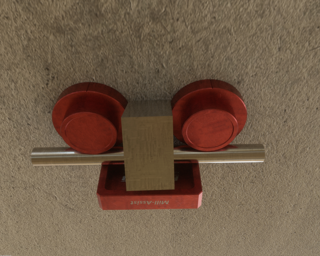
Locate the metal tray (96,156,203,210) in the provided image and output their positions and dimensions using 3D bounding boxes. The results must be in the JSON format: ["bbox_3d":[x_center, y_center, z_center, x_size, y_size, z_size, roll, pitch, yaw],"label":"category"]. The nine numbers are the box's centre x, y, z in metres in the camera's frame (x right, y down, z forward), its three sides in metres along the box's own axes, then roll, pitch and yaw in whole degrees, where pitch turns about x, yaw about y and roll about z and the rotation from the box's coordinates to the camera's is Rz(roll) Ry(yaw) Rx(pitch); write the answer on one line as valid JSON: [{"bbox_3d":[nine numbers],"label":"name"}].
[{"bbox_3d":[-0.013,0.064,0.420,0.131,0.090,0.030,-1,130,0],"label":"metal tray"}]

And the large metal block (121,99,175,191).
[{"bbox_3d":[-0.011,0.016,0.350,0.050,0.080,0.079,-2,107,0],"label":"large metal block"}]

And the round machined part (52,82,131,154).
[{"bbox_3d":[-0.086,-0.005,0.389,0.099,0.042,0.097,-1,130,0],"label":"round machined part"}]

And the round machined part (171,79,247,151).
[{"bbox_3d":[0.060,-0.009,0.390,0.099,0.042,0.097,-1,130,0],"label":"round machined part"}]

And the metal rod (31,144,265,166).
[{"bbox_3d":[-0.015,0.036,0.412,0.302,0.025,0.025,-1,130,0],"label":"metal rod"}]
